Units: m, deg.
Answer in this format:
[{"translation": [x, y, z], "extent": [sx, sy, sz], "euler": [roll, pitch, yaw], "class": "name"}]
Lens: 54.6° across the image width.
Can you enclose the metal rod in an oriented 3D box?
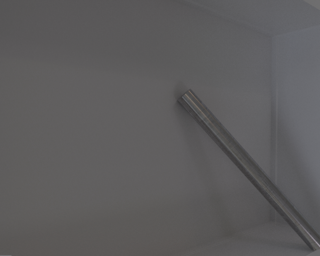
[{"translation": [0.134, 0.063, 0.450], "extent": [0.300, 0.025, 0.025], "euler": [48, 60, -5], "class": "metal rod"}]
